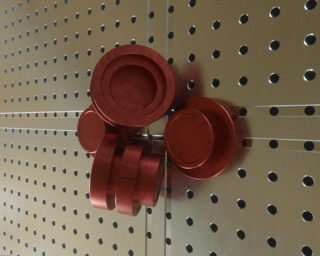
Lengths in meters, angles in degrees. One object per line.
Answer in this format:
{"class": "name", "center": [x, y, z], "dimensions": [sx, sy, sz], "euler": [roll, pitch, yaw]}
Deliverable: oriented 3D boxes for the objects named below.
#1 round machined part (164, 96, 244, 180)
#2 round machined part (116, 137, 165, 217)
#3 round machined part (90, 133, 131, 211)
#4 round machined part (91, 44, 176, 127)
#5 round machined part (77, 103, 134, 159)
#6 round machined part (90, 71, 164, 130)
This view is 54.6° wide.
{"class": "round machined part", "center": [0.043, 0.012, 0.364], "dimensions": [0.098, 0.042, 0.097], "euler": [0, 90, 40]}
{"class": "round machined part", "center": [-0.021, 0.062, 0.392], "dimensions": [0.042, 0.098, 0.097], "euler": [9, 97, 8]}
{"class": "round machined part", "center": [-0.052, 0.057, 0.400], "dimensions": [0.042, 0.098, 0.097], "euler": [8, 96, 8]}
{"class": "round machined part", "center": [-0.033, -0.049, 0.381], "dimensions": [0.042, 0.099, 0.098], "euler": [157, 109, -79]}
{"class": "round machined part", "center": [-0.089, 0.003, 0.473], "dimensions": [0.098, 0.042, 0.097], "euler": [0, 90, 40]}
{"class": "round machined part", "center": [-0.042, -0.046, 0.412], "dimensions": [0.042, 0.099, 0.098], "euler": [157, 109, -79]}
